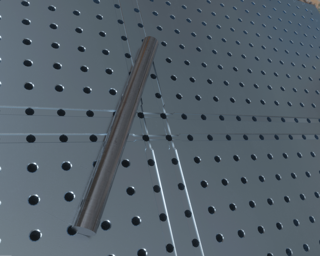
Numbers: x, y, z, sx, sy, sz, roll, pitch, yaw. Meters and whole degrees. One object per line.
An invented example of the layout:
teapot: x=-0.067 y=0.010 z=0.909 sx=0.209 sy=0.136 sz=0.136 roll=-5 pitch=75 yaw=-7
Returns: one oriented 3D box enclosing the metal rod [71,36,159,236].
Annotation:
metal rod: x=-0.045 y=-0.015 z=0.394 sx=0.025 sy=0.025 sz=0.300 roll=25 pitch=53 yaw=-14
